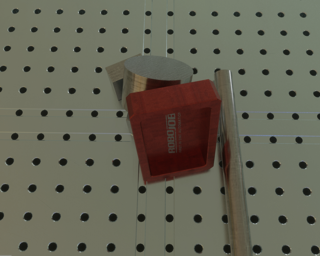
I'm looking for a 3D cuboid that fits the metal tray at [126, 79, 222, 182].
[{"bbox_3d":[0.017,0.009,0.351,0.091,0.129,0.030,-11,51,-4],"label":"metal tray"}]

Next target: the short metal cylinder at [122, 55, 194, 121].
[{"bbox_3d":[-0.004,-0.050,0.371,0.081,0.050,0.080,6,30,-3],"label":"short metal cylinder"}]

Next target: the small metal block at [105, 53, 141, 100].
[{"bbox_3d":[-0.042,-0.069,0.423,0.050,0.050,0.025,-24,70,-9],"label":"small metal block"}]

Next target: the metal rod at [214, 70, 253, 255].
[{"bbox_3d":[0.093,0.064,0.388,0.025,0.025,0.299,-1,70,-1],"label":"metal rod"}]

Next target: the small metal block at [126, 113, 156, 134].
[{"bbox_3d":[-0.014,-0.008,0.401,0.050,0.050,0.025,10,71,3],"label":"small metal block"}]
